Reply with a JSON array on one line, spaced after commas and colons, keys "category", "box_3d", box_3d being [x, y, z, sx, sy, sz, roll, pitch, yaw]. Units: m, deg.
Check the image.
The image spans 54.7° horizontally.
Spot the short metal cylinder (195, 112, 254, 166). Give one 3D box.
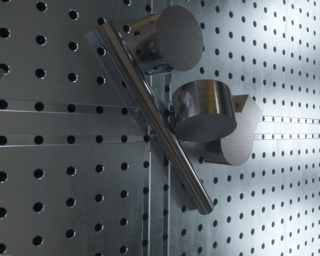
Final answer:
[{"category": "short metal cylinder", "box_3d": [0.100, 0.017, 0.476, 0.081, 0.050, 0.080, 0, 90, -40]}]

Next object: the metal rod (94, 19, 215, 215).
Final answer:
[{"category": "metal rod", "box_3d": [0.003, 0.002, 0.411, 0.025, 0.025, 0.299, -44, 116, -31]}]

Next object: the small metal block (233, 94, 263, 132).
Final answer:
[{"category": "small metal block", "box_3d": [0.146, -0.022, 0.531, 0.050, 0.025, 0.050, 41, 65, -32]}]

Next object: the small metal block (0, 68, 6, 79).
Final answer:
[{"category": "small metal block", "box_3d": [-0.173, -0.043, 0.264, 0.050, 0.025, 0.050, 39, 66, -33]}]

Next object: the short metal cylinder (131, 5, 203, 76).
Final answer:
[{"category": "short metal cylinder", "box_3d": [0.010, -0.110, 0.401, 0.081, 0.050, 0.080, 0, 90, -40]}]

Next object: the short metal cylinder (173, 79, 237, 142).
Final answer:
[{"category": "short metal cylinder", "box_3d": [0.058, -0.021, 0.413, 0.080, 0.080, 0.050, 22, 53, -38]}]
